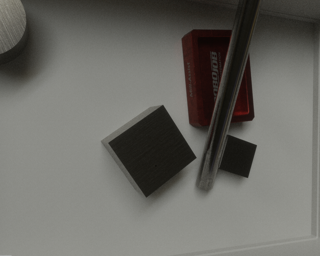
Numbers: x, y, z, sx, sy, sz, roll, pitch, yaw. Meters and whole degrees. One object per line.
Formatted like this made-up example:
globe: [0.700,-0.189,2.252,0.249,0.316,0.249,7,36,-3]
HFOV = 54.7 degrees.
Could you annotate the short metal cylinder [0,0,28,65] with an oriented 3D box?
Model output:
short metal cylinder: [-0.185,-0.111,0.329,0.081,0.050,0.079,0,90,-21]

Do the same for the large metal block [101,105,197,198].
large metal block: [-0.015,0.027,0.393,0.080,0.050,0.080,-36,102,-17]

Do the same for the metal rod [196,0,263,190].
metal rod: [0.086,-0.054,0.379,0.025,0.025,0.298,0,115,-20]

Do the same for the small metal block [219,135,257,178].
small metal block: [0.108,0.041,0.452,0.050,0.025,0.050,19,83,-19]

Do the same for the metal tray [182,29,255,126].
metal tray: [0.083,-0.071,0.439,0.091,0.030,0.129,-6,92,-20]
